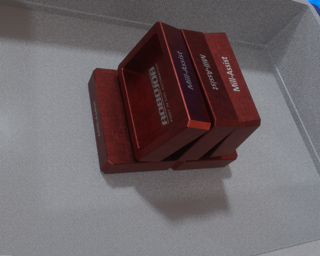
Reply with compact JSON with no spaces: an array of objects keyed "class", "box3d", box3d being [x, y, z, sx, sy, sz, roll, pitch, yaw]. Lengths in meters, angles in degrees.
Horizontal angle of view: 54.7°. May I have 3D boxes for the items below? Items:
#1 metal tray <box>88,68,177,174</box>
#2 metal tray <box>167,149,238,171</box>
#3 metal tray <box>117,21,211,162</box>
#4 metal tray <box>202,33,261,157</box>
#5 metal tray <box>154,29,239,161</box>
[{"class":"metal tray","box3d":[-0.035,-0.011,0.387,0.091,0.030,0.130,0,62,-28]},{"class":"metal tray","box3d":[0.046,-0.009,0.430,0.091,0.030,0.130,0,62,-28]},{"class":"metal tray","box3d":[-0.002,-0.038,0.342,0.030,0.090,0.130,8,57,-39]},{"class":"metal tray","box3d":[0.070,-0.040,0.382,0.030,0.090,0.130,-7,65,-15]},{"class":"metal tray","box3d":[0.034,-0.038,0.362,0.030,0.090,0.130,0,60,-28]}]
